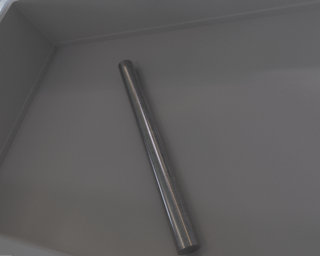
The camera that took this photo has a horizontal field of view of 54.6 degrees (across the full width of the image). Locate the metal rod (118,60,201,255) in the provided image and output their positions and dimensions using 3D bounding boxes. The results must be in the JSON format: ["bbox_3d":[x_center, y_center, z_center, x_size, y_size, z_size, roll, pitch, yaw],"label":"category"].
[{"bbox_3d":[-0.012,0.012,0.405,0.025,0.025,0.300,-29,52,10],"label":"metal rod"}]
